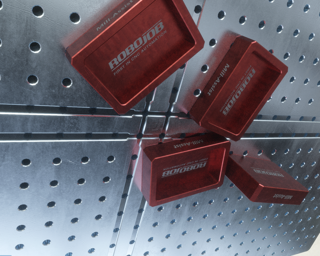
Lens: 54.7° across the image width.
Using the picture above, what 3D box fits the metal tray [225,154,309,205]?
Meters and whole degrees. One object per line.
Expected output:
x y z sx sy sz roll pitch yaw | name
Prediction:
0.174 0.086 0.520 0.131 0.090 0.030 12 112 -34 | metal tray

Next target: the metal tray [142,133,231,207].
0.040 0.061 0.469 0.131 0.030 0.089 -11 123 -23 | metal tray

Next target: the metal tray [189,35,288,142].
0.112 -0.051 0.439 0.091 0.030 0.129 22 107 -37 | metal tray

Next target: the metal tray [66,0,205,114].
-0.024 -0.088 0.341 0.130 0.030 0.090 -40 130 -1 | metal tray
